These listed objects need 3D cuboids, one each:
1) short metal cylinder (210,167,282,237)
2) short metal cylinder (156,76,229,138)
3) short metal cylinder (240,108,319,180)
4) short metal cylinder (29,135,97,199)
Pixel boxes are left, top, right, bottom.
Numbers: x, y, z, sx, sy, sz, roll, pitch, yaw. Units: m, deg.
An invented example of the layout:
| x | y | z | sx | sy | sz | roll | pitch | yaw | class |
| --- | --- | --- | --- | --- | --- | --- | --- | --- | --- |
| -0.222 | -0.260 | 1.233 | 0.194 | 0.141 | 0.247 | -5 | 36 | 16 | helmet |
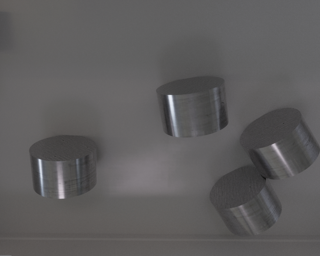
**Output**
| x | y | z | sx | sy | sz | roll | pitch | yaw | class |
| --- | --- | --- | --- | --- | --- | --- | --- | --- | --- |
| 0.115 | 0.098 | 0.419 | 0.080 | 0.080 | 0.050 | -29 | 108 | 10 | short metal cylinder |
| 0.039 | -0.027 | 0.372 | 0.080 | 0.080 | 0.050 | -9 | 110 | 3 | short metal cylinder |
| 0.149 | 0.019 | 0.390 | 0.080 | 0.080 | 0.050 | -33 | 107 | 11 | short metal cylinder |
| -0.122 | 0.047 | 0.398 | 0.081 | 0.080 | 0.050 | 3 | 110 | -1 | short metal cylinder |
